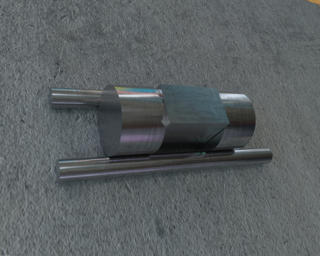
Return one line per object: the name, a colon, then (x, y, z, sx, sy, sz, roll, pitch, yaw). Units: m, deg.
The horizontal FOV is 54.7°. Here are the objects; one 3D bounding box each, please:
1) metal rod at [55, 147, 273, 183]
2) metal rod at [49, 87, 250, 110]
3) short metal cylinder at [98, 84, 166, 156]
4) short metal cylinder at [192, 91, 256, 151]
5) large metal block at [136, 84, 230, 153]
metal rod: (0.027, 0.043, 0.393, 0.303, 0.025, 0.025, -1, 62, -29)
metal rod: (0.006, -0.036, 0.431, 0.303, 0.025, 0.025, -1, 62, -29)
short metal cylinder: (-0.035, -0.009, 0.356, 0.050, 0.080, 0.080, -1, 62, -29)
short metal cylinder: (0.081, -0.010, 0.419, 0.050, 0.080, 0.080, -1, 62, -29)
large metal block: (0.024, -0.009, 0.385, 0.081, 0.080, 0.050, 0, 62, -28)
